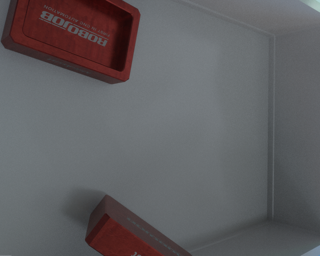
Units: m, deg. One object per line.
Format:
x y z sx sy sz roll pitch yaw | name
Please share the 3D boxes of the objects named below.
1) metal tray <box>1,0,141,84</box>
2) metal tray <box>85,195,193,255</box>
-0.087 -0.108 0.331 0.131 0.030 0.090 15 81 -39 | metal tray
-0.013 0.127 0.322 0.130 0.090 0.030 38 84 -7 | metal tray
